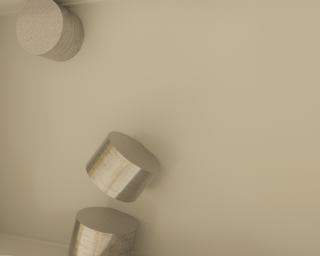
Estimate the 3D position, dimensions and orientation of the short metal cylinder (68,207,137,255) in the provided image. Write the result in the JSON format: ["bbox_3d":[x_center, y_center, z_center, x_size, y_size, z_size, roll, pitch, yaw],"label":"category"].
[{"bbox_3d":[-0.075,0.144,0.408,0.080,0.080,0.050,15,95,19],"label":"short metal cylinder"}]

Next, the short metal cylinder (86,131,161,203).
[{"bbox_3d":[-0.046,0.049,0.398,0.080,0.080,0.050,41,103,15],"label":"short metal cylinder"}]

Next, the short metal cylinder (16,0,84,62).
[{"bbox_3d":[-0.160,-0.142,0.454,0.080,0.050,0.080,0,90,20],"label":"short metal cylinder"}]
